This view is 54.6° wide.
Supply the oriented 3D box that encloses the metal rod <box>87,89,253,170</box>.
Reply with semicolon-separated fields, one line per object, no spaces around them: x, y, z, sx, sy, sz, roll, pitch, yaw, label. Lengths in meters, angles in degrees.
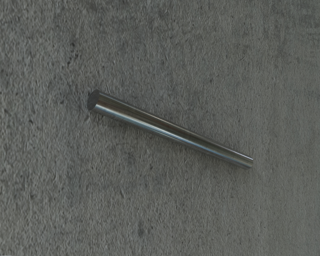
0.037;0.014;0.434;0.302;0.025;0.025;22;76;-38;metal rod
